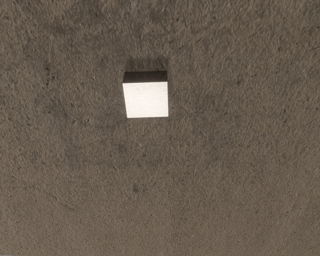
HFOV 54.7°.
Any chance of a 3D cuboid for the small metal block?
[{"bbox_3d":[-0.016,-0.040,0.373,0.050,0.025,0.050,-2,130,1],"label":"small metal block"}]
